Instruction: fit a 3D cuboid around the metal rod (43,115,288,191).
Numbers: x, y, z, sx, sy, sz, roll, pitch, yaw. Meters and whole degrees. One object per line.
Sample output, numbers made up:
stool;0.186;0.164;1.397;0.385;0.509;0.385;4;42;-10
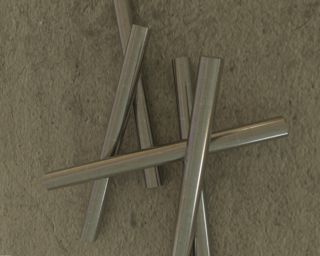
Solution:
metal rod;-0.004;0.034;0.377;0.301;0.025;0.025;-14;85;12

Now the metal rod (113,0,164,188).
metal rod;-0.033;-0.070;0.419;0.025;0.025;0.298;-12;86;19

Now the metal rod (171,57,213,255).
metal rod;0.043;0.060;0.393;0.025;0.025;0.298;-7;88;19

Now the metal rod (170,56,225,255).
metal rod;0.036;0.070;0.355;0.025;0.025;0.298;13;110;19

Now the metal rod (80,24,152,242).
metal rod;-0.062;0.017;0.411;0.025;0.025;0.298;20;103;18
